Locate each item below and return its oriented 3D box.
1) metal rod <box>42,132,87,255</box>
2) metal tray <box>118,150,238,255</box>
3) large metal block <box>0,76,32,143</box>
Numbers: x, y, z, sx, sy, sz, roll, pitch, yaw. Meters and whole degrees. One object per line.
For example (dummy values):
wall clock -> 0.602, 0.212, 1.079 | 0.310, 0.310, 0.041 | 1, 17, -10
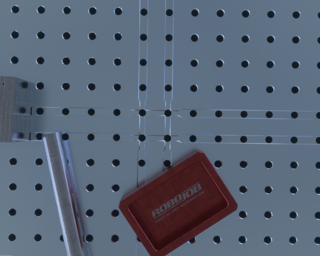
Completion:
metal rod -> -0.114, 0.153, 0.411 | 0.025, 0.025, 0.298 | -12, 90, 0
metal tray -> 0.024, 0.100, 0.411 | 0.130, 0.030, 0.090 | -33, 90, -1
large metal block -> -0.217, -0.024, 0.398 | 0.081, 0.050, 0.079 | 3, 90, -1
